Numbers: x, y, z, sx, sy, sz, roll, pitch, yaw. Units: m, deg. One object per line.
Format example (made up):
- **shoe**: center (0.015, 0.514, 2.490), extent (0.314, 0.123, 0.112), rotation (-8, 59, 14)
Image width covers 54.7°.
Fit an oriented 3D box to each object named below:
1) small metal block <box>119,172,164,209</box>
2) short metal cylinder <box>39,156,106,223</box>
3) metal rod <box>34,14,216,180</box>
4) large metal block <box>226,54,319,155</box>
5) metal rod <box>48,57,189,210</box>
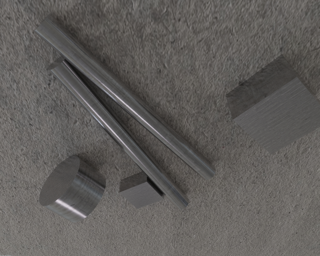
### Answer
- **small metal block**: center (-0.028, 0.097, 0.490), extent (0.050, 0.025, 0.050), rotation (-25, 126, 19)
- **short metal cylinder**: center (-0.125, 0.087, 0.444), extent (0.080, 0.080, 0.050), rotation (-31, 124, 23)
- **metal rod**: center (-0.023, -0.020, 0.389), extent (0.025, 0.025, 0.300), rotation (-33, 123, 24)
- **large metal block**: center (0.139, -0.026, 0.371), extent (0.080, 0.050, 0.080), rotation (-37, 121, 27)
- **metal rod**: center (-0.039, 0.026, 0.428), extent (0.025, 0.025, 0.300), rotation (-24, 126, 19)
